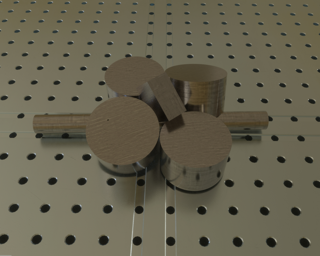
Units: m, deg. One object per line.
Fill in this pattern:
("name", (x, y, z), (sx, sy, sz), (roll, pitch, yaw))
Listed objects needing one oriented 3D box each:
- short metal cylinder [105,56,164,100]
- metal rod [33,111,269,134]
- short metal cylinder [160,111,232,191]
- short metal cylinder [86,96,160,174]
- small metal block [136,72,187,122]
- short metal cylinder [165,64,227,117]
("short metal cylinder", (-0.033, -0.055, 0.432), (0.081, 0.050, 0.080), (0, 50, 0))
("metal rod", (-0.011, -0.008, 0.409), (0.302, 0.025, 0.025), (-1, 50, -1))
("short metal cylinder", (0.040, 0.026, 0.364), (0.081, 0.050, 0.080), (0, 50, 0))
("short metal cylinder", (-0.041, 0.010, 0.362), (0.081, 0.050, 0.080), (0, 70, -1))
("small metal block", (0.000, -0.035, 0.370), (0.025, 0.050, 0.050), (-32, 99, -17))
("short metal cylinder", (0.047, -0.050, 0.412), (0.081, 0.050, 0.080), (0, 27, 0))
